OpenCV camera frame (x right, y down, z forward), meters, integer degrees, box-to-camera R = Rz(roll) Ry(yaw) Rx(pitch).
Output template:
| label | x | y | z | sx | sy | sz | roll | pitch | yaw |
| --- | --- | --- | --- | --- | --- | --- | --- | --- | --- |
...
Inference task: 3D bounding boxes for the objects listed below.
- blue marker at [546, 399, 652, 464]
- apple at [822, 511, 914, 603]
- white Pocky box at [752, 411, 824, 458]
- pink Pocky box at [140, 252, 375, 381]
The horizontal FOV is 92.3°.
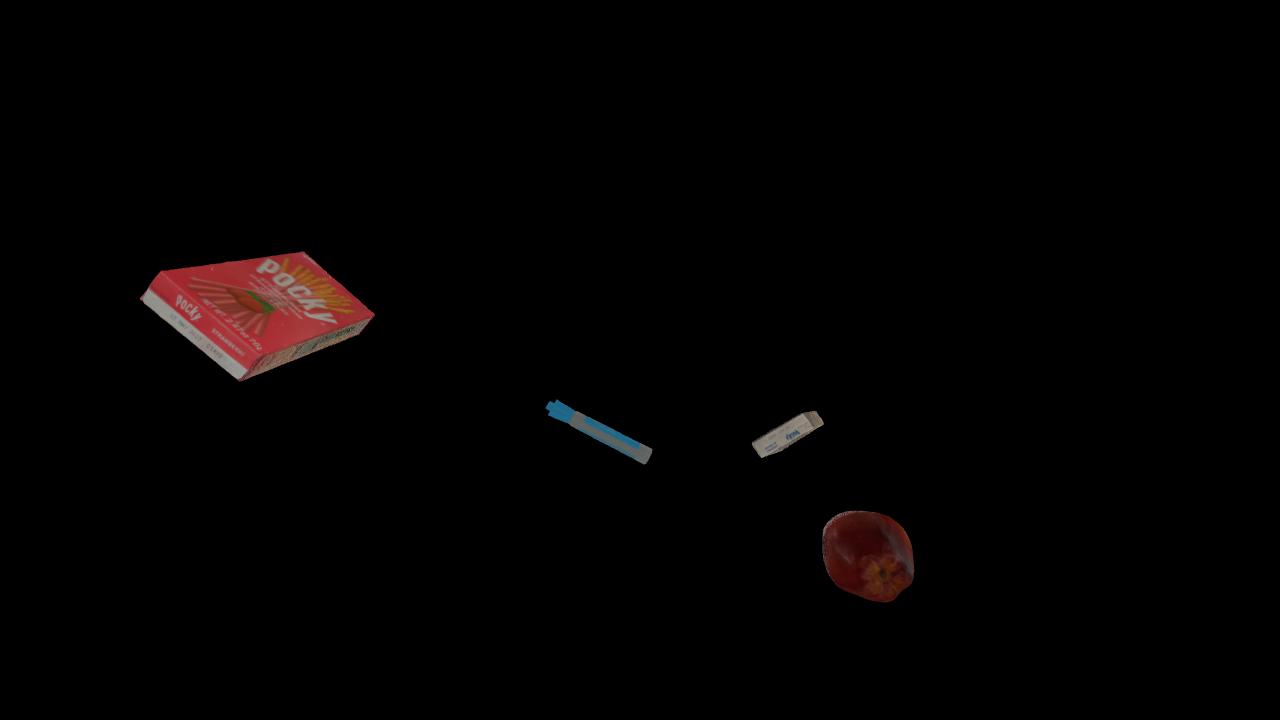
| label | x | y | z | sx | sy | sz | roll | pitch | yaw |
| --- | --- | --- | --- | --- | --- | --- | --- | --- | --- |
| blue marker | -0.044 | 0.075 | 0.648 | 0.121 | 0.020 | 0.020 | 28 | -3 | -6 |
| apple | 0.202 | 0.173 | 0.548 | 0.079 | 0.079 | 0.093 | 0 | 8 | 7 |
| white Pocky box | 0.214 | 0.104 | 0.877 | 0.084 | 0.028 | 0.154 | -35 | -16 | 16 |
| pink Pocky box | -0.281 | -0.040 | 0.474 | 0.084 | 0.029 | 0.155 | 43 | 14 | -6 |
